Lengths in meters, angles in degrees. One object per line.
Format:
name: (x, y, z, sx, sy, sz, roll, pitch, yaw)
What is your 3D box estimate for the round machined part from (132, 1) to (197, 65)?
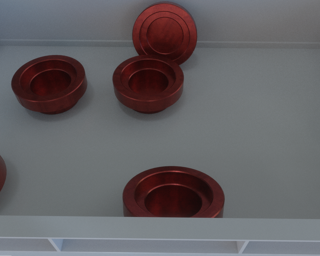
round machined part: (0.009, -0.147, 0.485, 0.099, 0.097, 0.042, 4, 30, 3)

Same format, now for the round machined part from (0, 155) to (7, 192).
round machined part: (-0.220, 0.062, 0.341, 0.099, 0.042, 0.098, 0, 50, 0)

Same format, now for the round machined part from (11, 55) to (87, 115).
round machined part: (-0.153, -0.057, 0.441, 0.099, 0.042, 0.098, 0, 50, 0)

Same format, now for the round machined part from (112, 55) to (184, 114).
round machined part: (-0.016, -0.058, 0.443, 0.099, 0.042, 0.098, 0, 50, 0)

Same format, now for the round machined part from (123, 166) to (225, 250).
round machined part: (0.013, 0.081, 0.310, 0.099, 0.042, 0.098, 0, 25, 0)
